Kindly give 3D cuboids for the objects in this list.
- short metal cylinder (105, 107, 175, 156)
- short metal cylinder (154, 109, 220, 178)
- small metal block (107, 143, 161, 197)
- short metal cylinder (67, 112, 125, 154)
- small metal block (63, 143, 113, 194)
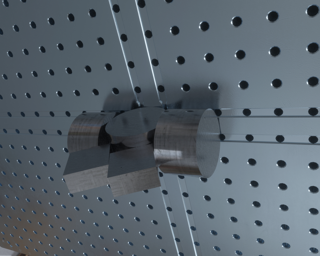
[{"bbox_3d":[-0.024,0.012,0.396,0.080,0.080,0.050,1,119,27],"label":"short metal cylinder"},{"bbox_3d":[0.035,0.017,0.367,0.050,0.080,0.080,1,119,29],"label":"short metal cylinder"},{"bbox_3d":[-0.028,0.045,0.338,0.050,0.050,0.025,-13,115,0],"label":"small metal block"},{"bbox_3d":[-0.080,0.018,0.428,0.050,0.080,0.080,1,119,28],"label":"short metal cylinder"},{"bbox_3d":[-0.080,0.046,0.360,0.050,0.050,0.025,-14,115,-1],"label":"small metal block"}]
